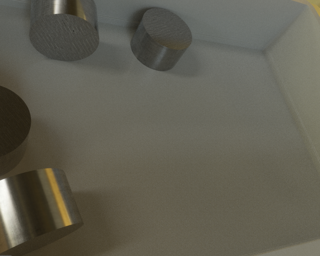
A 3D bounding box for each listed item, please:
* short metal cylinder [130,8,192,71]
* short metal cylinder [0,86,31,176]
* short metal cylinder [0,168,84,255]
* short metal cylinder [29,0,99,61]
[{"bbox_3d":[0.002,-0.134,0.472,0.081,0.050,0.080,14,56,-21],"label":"short metal cylinder"},{"bbox_3d":[-0.169,0.004,0.296,0.081,0.050,0.080,14,56,-21],"label":"short metal cylinder"},{"bbox_3d":[-0.113,0.075,0.264,0.081,0.080,0.050,-14,70,-34],"label":"short metal cylinder"},{"bbox_3d":[-0.118,-0.129,0.385,0.081,0.080,0.050,4,60,-26],"label":"short metal cylinder"}]
